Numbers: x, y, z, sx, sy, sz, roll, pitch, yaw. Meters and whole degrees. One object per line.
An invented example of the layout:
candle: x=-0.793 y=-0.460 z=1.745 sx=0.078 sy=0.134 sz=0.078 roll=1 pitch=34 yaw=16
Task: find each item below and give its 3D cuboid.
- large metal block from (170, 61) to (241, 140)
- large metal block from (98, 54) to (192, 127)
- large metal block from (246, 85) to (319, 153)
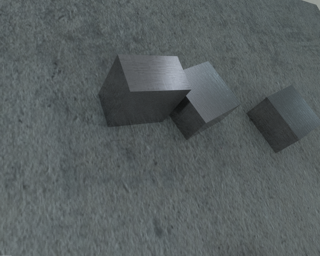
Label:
large metal block: x=0.054 y=-0.041 z=0.444 sx=0.081 sy=0.050 sz=0.080 roll=-26 pitch=76 yaw=-37
large metal block: x=-0.022 y=-0.045 z=0.386 sx=0.081 sy=0.080 sz=0.050 roll=-6 pitch=65 yaw=-31
large metal block: x=0.205 y=-0.016 z=0.511 sx=0.081 sy=0.050 sz=0.080 roll=-24 pitch=75 yaw=-37
